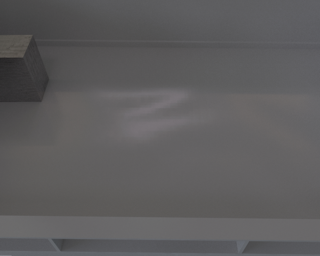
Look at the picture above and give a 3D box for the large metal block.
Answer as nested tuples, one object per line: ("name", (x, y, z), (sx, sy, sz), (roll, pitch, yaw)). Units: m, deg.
("large metal block", (-0.213, -0.082, 0.437), (0.081, 0.080, 0.050), (-1, 50, -1))
